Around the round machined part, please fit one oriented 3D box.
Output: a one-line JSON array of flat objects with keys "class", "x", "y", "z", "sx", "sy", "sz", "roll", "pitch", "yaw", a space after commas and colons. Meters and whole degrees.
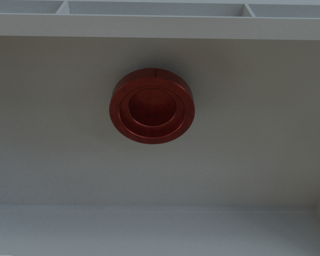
[{"class": "round machined part", "x": -0.009, "y": -0.030, "z": 0.372, "sx": 0.099, "sy": 0.042, "sz": 0.097, "roll": 0, "pitch": 130, "yaw": 0}]
